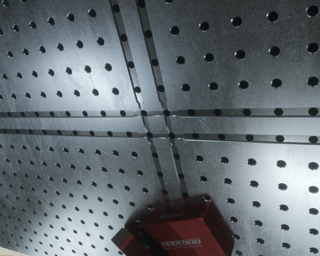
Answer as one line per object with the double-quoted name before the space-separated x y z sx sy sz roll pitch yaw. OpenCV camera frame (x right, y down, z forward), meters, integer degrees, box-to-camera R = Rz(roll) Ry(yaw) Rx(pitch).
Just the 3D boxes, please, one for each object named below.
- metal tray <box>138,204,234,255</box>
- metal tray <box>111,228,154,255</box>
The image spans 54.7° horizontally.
"metal tray" 0.039 0.175 0.496 0.130 0.030 0.090 -22 107 36
"metal tray" -0.023 0.235 0.538 0.130 0.030 0.090 47 160 -5
